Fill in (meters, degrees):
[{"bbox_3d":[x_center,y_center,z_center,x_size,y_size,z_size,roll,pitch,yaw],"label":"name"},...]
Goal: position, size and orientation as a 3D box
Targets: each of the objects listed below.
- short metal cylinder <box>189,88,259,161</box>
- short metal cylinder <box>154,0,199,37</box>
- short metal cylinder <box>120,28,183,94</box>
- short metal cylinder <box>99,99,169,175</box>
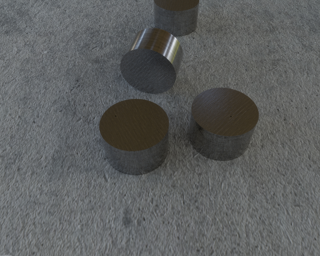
[{"bbox_3d":[0.078,-0.005,0.392,0.080,0.050,0.080,0,50,0],"label":"short metal cylinder"},{"bbox_3d":[0.029,-0.211,0.564,0.080,0.050,0.080,0,50,0],"label":"short metal cylinder"},{"bbox_3d":[-0.011,-0.096,0.448,0.080,0.080,0.050,11,51,9],"label":"short metal cylinder"},{"bbox_3d":[-0.030,0.010,0.378,0.080,0.050,0.080,0,50,0],"label":"short metal cylinder"}]
